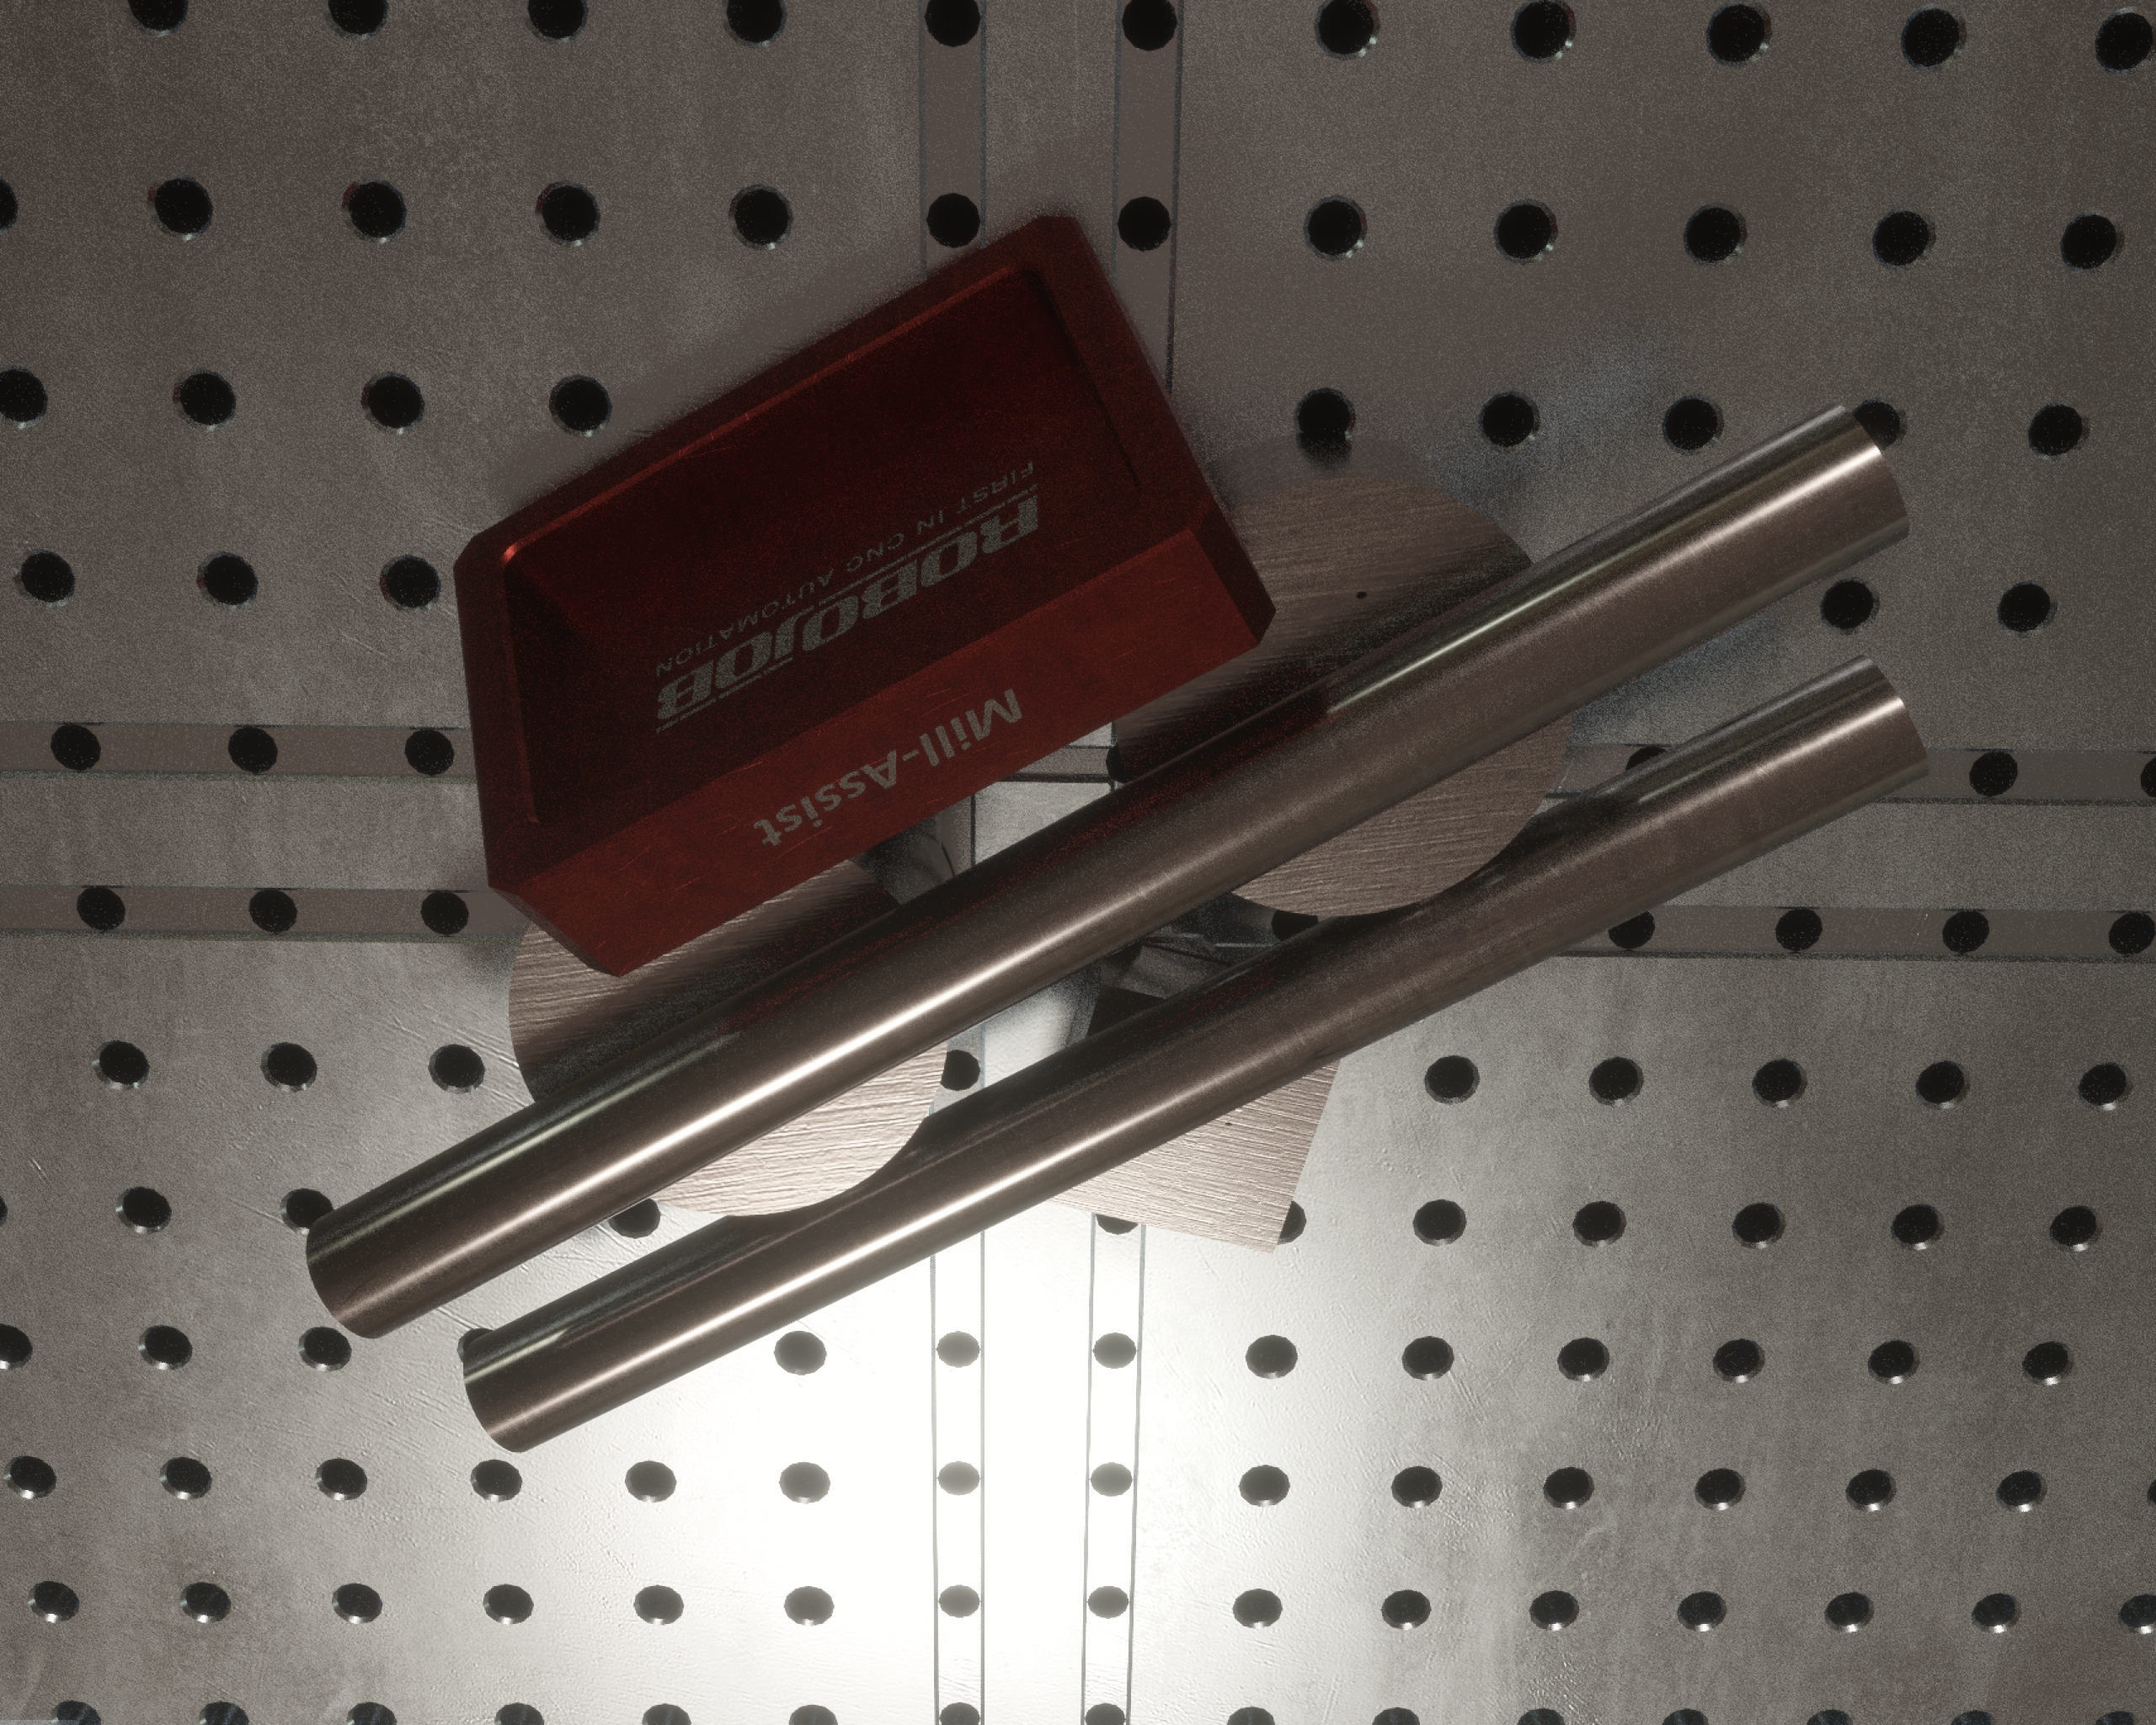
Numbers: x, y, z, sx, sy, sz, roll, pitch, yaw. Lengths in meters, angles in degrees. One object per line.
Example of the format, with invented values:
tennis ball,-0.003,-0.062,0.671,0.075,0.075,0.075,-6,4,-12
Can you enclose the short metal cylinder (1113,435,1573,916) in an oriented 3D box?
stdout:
short metal cylinder,0.047,-0.036,0.388,0.081,0.050,0.079,0,110,-1

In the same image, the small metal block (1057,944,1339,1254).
small metal block,0.022,0.048,0.430,0.050,0.025,0.050,14,109,-6

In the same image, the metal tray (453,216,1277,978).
metal tray,-0.042,-0.047,0.359,0.130,0.090,0.030,-27,140,9

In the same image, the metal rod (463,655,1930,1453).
metal rod,0.015,0.041,0.401,0.301,0.025,0.025,-27,108,9

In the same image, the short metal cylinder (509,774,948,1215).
short metal cylinder,-0.064,0.021,0.407,0.081,0.050,0.079,0,110,-1

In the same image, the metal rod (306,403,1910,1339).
metal rod,-0.003,0.007,0.361,0.301,0.025,0.025,-28,108,9
